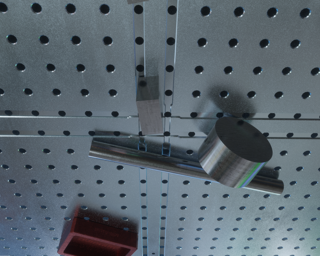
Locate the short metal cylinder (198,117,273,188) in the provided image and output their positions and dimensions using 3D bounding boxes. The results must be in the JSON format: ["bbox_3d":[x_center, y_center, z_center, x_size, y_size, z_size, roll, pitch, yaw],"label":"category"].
[{"bbox_3d":[0.097,0.030,0.403,0.081,0.080,0.050,16,128,-14],"label":"short metal cylinder"}]

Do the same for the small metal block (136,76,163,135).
[{"bbox_3d":[-0.011,-0.027,0.372,0.025,0.050,0.050,-5,130,4],"label":"small metal block"}]

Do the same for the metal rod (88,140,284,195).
[{"bbox_3d":[0.046,0.062,0.465,0.302,0.025,0.025,13,129,-12],"label":"metal rod"}]

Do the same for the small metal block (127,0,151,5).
[{"bbox_3d":[-0.011,-0.148,0.286,0.050,0.025,0.050,-9,130,7],"label":"small metal block"}]

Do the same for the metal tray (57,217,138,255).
[{"bbox_3d":[-0.119,0.223,0.596,0.131,0.030,0.089,22,127,-18],"label":"metal tray"}]
